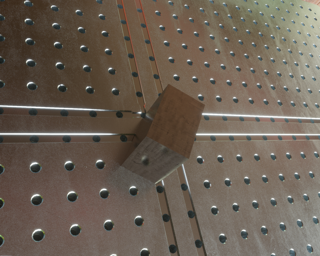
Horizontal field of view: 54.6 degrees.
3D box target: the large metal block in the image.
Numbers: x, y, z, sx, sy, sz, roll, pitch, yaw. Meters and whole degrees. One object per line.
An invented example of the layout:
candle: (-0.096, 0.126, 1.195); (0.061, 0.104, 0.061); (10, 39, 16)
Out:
large metal block: (0.003, 0.009, 0.369); (0.050, 0.080, 0.080); (29, 52, -10)
